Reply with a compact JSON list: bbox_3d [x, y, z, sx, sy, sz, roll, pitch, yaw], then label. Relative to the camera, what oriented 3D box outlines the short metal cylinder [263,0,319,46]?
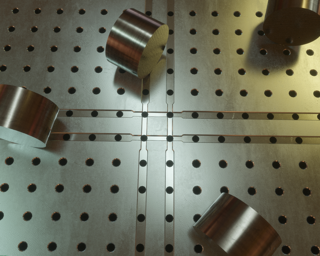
[{"bbox_3d":[0.193,-0.163,0.443,0.080,0.080,0.050,15,71,5],"label":"short metal cylinder"}]

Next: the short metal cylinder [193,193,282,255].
[{"bbox_3d":[0.083,0.117,0.340,0.080,0.080,0.050,42,75,13],"label":"short metal cylinder"}]

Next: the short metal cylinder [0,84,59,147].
[{"bbox_3d":[-0.174,-0.013,0.386,0.080,0.080,0.050,12,71,4],"label":"short metal cylinder"}]

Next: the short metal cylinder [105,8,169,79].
[{"bbox_3d":[-0.030,-0.115,0.424,0.050,0.080,0.080,30,73,10],"label":"short metal cylinder"}]
